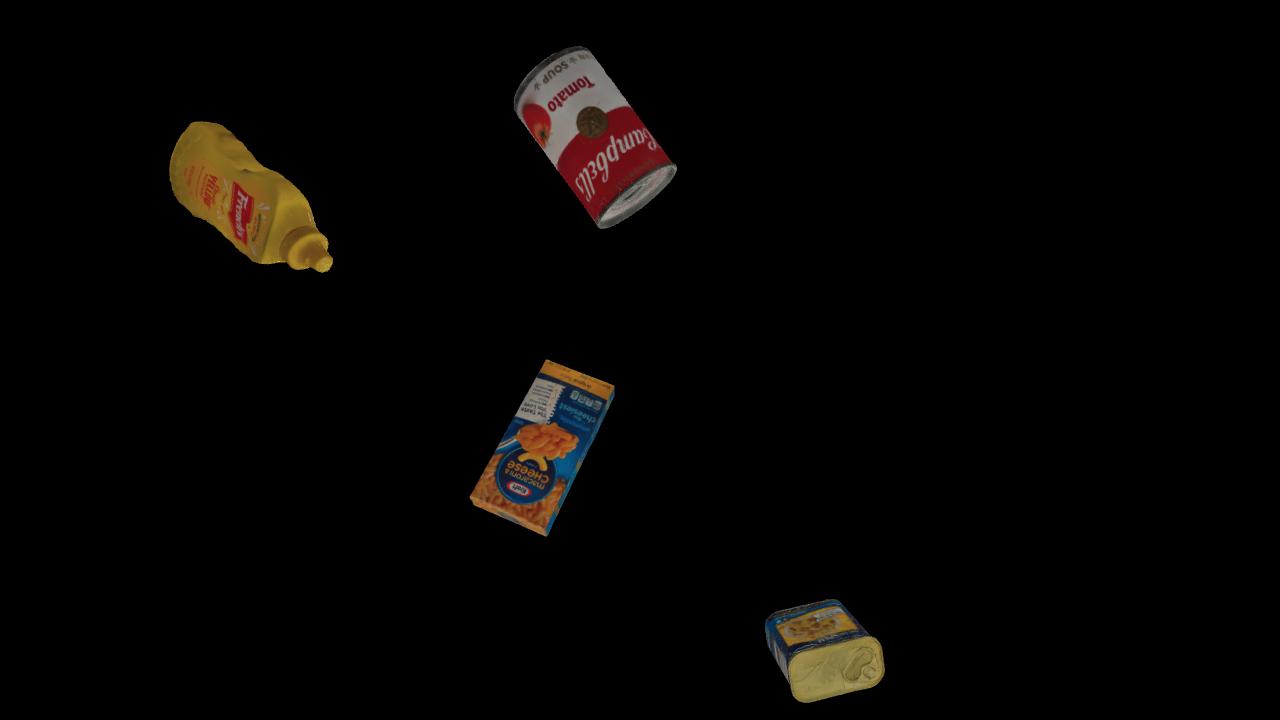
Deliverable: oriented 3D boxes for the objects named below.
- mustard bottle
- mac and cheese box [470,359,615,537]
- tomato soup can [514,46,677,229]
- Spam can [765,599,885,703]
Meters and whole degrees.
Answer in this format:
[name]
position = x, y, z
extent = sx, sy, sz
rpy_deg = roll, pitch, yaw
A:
[mustard bottle]
position = -0.366, -0.143, 0.593
extent = 0.184, 0.092, 0.054
rpy_deg = 37, 19, 9
[mac and cheese box]
position = -0.107, 0.096, 0.704
extent = 0.093, 0.184, 0.041
rpy_deg = 22, -27, 6
[tomato soup can]
position = -0.031, -0.151, 0.421
extent = 0.068, 0.101, 0.068
rpy_deg = -36, -1, -1
[Spam can]
position = 0.194, 0.308, 0.662
extent = 0.101, 0.058, 0.085
rpy_deg = -10, 8, -6
